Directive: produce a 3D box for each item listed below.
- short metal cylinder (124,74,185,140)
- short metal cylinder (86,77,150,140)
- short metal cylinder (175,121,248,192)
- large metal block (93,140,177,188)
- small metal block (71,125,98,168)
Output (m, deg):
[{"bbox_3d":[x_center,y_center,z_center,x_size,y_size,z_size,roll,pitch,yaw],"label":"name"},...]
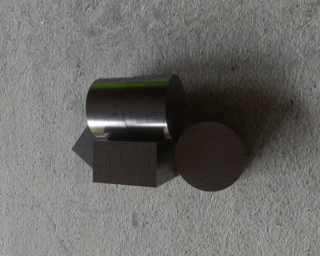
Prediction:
[{"bbox_3d":[-0.004,-0.025,0.383,0.050,0.080,0.079,1,90,20],"label":"short metal cylinder"},{"bbox_3d":[-0.051,-0.025,0.400,0.050,0.080,0.079,1,90,20],"label":"short metal cylinder"},{"bbox_3d":[0.064,0.032,0.374,0.080,0.050,0.079,0,90,20],"label":"short metal cylinder"},{"bbox_3d":[-0.028,0.040,0.391,0.080,0.080,0.050,1,91,20],"label":"large metal block"},{"bbox_3d":[-0.089,0.026,0.442,0.050,0.025,0.050,39,102,15],"label":"small metal block"}]
